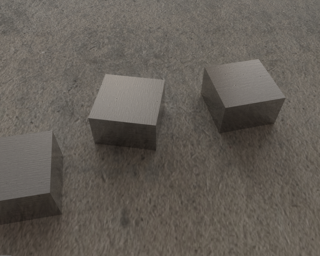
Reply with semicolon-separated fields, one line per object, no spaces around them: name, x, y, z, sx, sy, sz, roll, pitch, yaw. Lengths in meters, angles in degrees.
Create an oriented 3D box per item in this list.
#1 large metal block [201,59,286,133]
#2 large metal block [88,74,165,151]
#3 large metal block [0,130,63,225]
large metal block;0.110;-0.045;0.426;0.081;0.050;0.080;-10;51;-9
large metal block;-0.039;-0.022;0.405;0.080;0.050;0.080;6;50;5
large metal block;-0.154;0.054;0.339;0.081;0.050;0.080;-8;51;-7
